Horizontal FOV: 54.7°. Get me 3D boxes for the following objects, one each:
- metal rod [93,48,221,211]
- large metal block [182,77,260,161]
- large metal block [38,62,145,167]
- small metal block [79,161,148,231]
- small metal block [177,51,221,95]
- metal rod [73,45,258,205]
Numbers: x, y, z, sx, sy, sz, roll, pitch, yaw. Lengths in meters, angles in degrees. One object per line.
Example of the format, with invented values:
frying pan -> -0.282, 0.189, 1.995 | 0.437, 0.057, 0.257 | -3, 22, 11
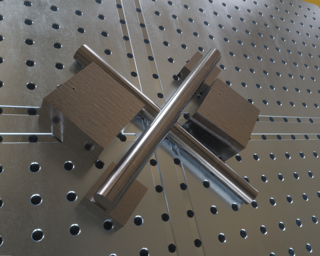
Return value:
metal rod -> 0.015, -0.022, 0.397 | 0.025, 0.025, 0.301 | 39, 51, -2
large metal block -> 0.088, -0.012, 0.447 | 0.080, 0.050, 0.080 | 37, 51, -4
large metal block -> -0.078, -0.017, 0.360 | 0.080, 0.050, 0.080 | 40, 51, -1
small metal block -> -0.049, 0.074, 0.336 | 0.050, 0.025, 0.050 | 38, 51, -3
small metal block -> 0.063, -0.088, 0.496 | 0.050, 0.025, 0.050 | 39, 51, -2
metal rod -> 0.009, -0.004, 0.414 | 0.300, 0.025, 0.025 | 40, 51, -1
